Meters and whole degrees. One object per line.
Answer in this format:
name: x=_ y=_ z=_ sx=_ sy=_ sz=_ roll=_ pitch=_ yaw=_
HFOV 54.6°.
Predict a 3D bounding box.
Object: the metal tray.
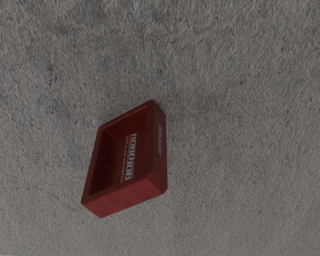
metal tray: x=-0.038 y=0.031 z=0.364 sx=0.090 sy=0.130 sz=0.030 roll=-26 pitch=126 yaw=20
